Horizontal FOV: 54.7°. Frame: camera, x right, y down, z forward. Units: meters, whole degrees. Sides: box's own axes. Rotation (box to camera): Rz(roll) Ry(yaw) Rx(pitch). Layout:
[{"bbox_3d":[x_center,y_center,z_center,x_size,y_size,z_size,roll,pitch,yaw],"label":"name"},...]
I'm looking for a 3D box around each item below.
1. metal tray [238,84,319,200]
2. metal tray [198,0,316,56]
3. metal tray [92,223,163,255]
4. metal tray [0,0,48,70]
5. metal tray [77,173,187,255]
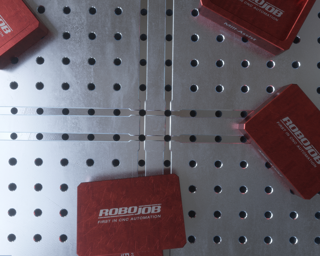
[{"bbox_3d":[0.182,0.018,0.413,0.090,0.030,0.130,-41,91,0],"label":"metal tray"},{"bbox_3d":[0.128,-0.168,0.412,0.130,0.030,0.090,29,90,-1],"label":"metal tray"},{"bbox_3d":[-0.039,0.195,0.411,0.091,0.030,0.129,-4,90,-1],"label":"metal tray"},{"bbox_3d":[-0.226,-0.155,0.407,0.090,0.030,0.130,-38,91,-1],"label":"metal tray"},{"bbox_3d":[-0.037,0.111,0.394,0.131,0.030,0.090,-5,68,-1],"label":"metal tray"}]
